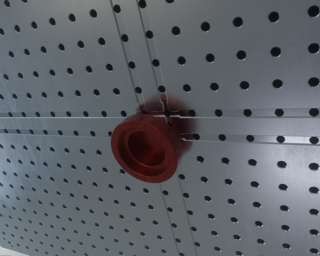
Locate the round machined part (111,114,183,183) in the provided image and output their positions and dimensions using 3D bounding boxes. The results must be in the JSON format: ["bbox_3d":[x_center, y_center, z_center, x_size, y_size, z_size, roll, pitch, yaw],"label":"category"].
[{"bbox_3d":[-0.014,0.024,0.423,0.098,0.042,0.097,13,124,21],"label":"round machined part"}]
